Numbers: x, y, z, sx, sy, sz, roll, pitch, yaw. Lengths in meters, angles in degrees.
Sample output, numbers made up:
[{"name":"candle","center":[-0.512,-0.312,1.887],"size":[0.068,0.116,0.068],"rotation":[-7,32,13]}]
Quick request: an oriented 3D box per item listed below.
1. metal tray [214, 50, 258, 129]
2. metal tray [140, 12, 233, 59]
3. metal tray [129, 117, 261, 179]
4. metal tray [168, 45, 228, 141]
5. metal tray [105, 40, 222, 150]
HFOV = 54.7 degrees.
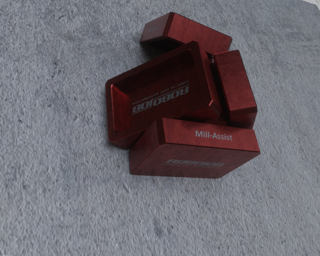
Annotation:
[{"name":"metal tray","center":[0.094,-0.028,0.411],"size":[0.030,0.130,0.090],"rotation":[-10,63,4]},{"name":"metal tray","center":[0.031,-0.125,0.441],"size":[0.091,0.130,0.030],"rotation":[16,96,-20]},{"name":"metal tray","center":[0.039,0.029,0.368],"size":[0.131,0.090,0.030],"rotation":[7,59,-25]},{"name":"metal tray","center":[0.039,-0.041,0.410],"size":[0.030,0.090,0.130],"rotation":[7,59,-25]},{"name":"metal tray","center":[-0.002,-0.037,0.366],"size":[0.030,0.130,0.090],"rotation":[37,38,-54]}]
